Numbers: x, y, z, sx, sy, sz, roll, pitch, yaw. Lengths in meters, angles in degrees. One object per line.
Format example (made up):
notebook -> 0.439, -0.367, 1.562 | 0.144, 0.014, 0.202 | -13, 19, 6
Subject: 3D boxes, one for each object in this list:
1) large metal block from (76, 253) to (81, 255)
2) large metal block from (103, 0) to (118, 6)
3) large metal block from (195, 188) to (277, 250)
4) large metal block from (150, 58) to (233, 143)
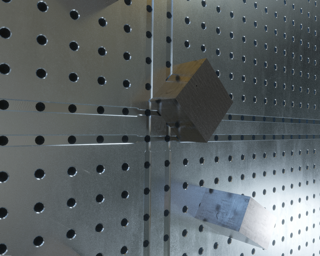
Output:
large metal block -> -0.073, 0.187, 0.312 | 0.050, 0.080, 0.080 | 49, 61, -29
large metal block -> -0.049, -0.190, 0.331 | 0.080, 0.080, 0.050 | 45, 63, -31
large metal block -> 0.115, 0.136, 0.468 | 0.080, 0.080, 0.050 | 39, 67, -33
large metal block -> 0.046, -0.037, 0.430 | 0.080, 0.050, 0.080 | 52, 60, -27
